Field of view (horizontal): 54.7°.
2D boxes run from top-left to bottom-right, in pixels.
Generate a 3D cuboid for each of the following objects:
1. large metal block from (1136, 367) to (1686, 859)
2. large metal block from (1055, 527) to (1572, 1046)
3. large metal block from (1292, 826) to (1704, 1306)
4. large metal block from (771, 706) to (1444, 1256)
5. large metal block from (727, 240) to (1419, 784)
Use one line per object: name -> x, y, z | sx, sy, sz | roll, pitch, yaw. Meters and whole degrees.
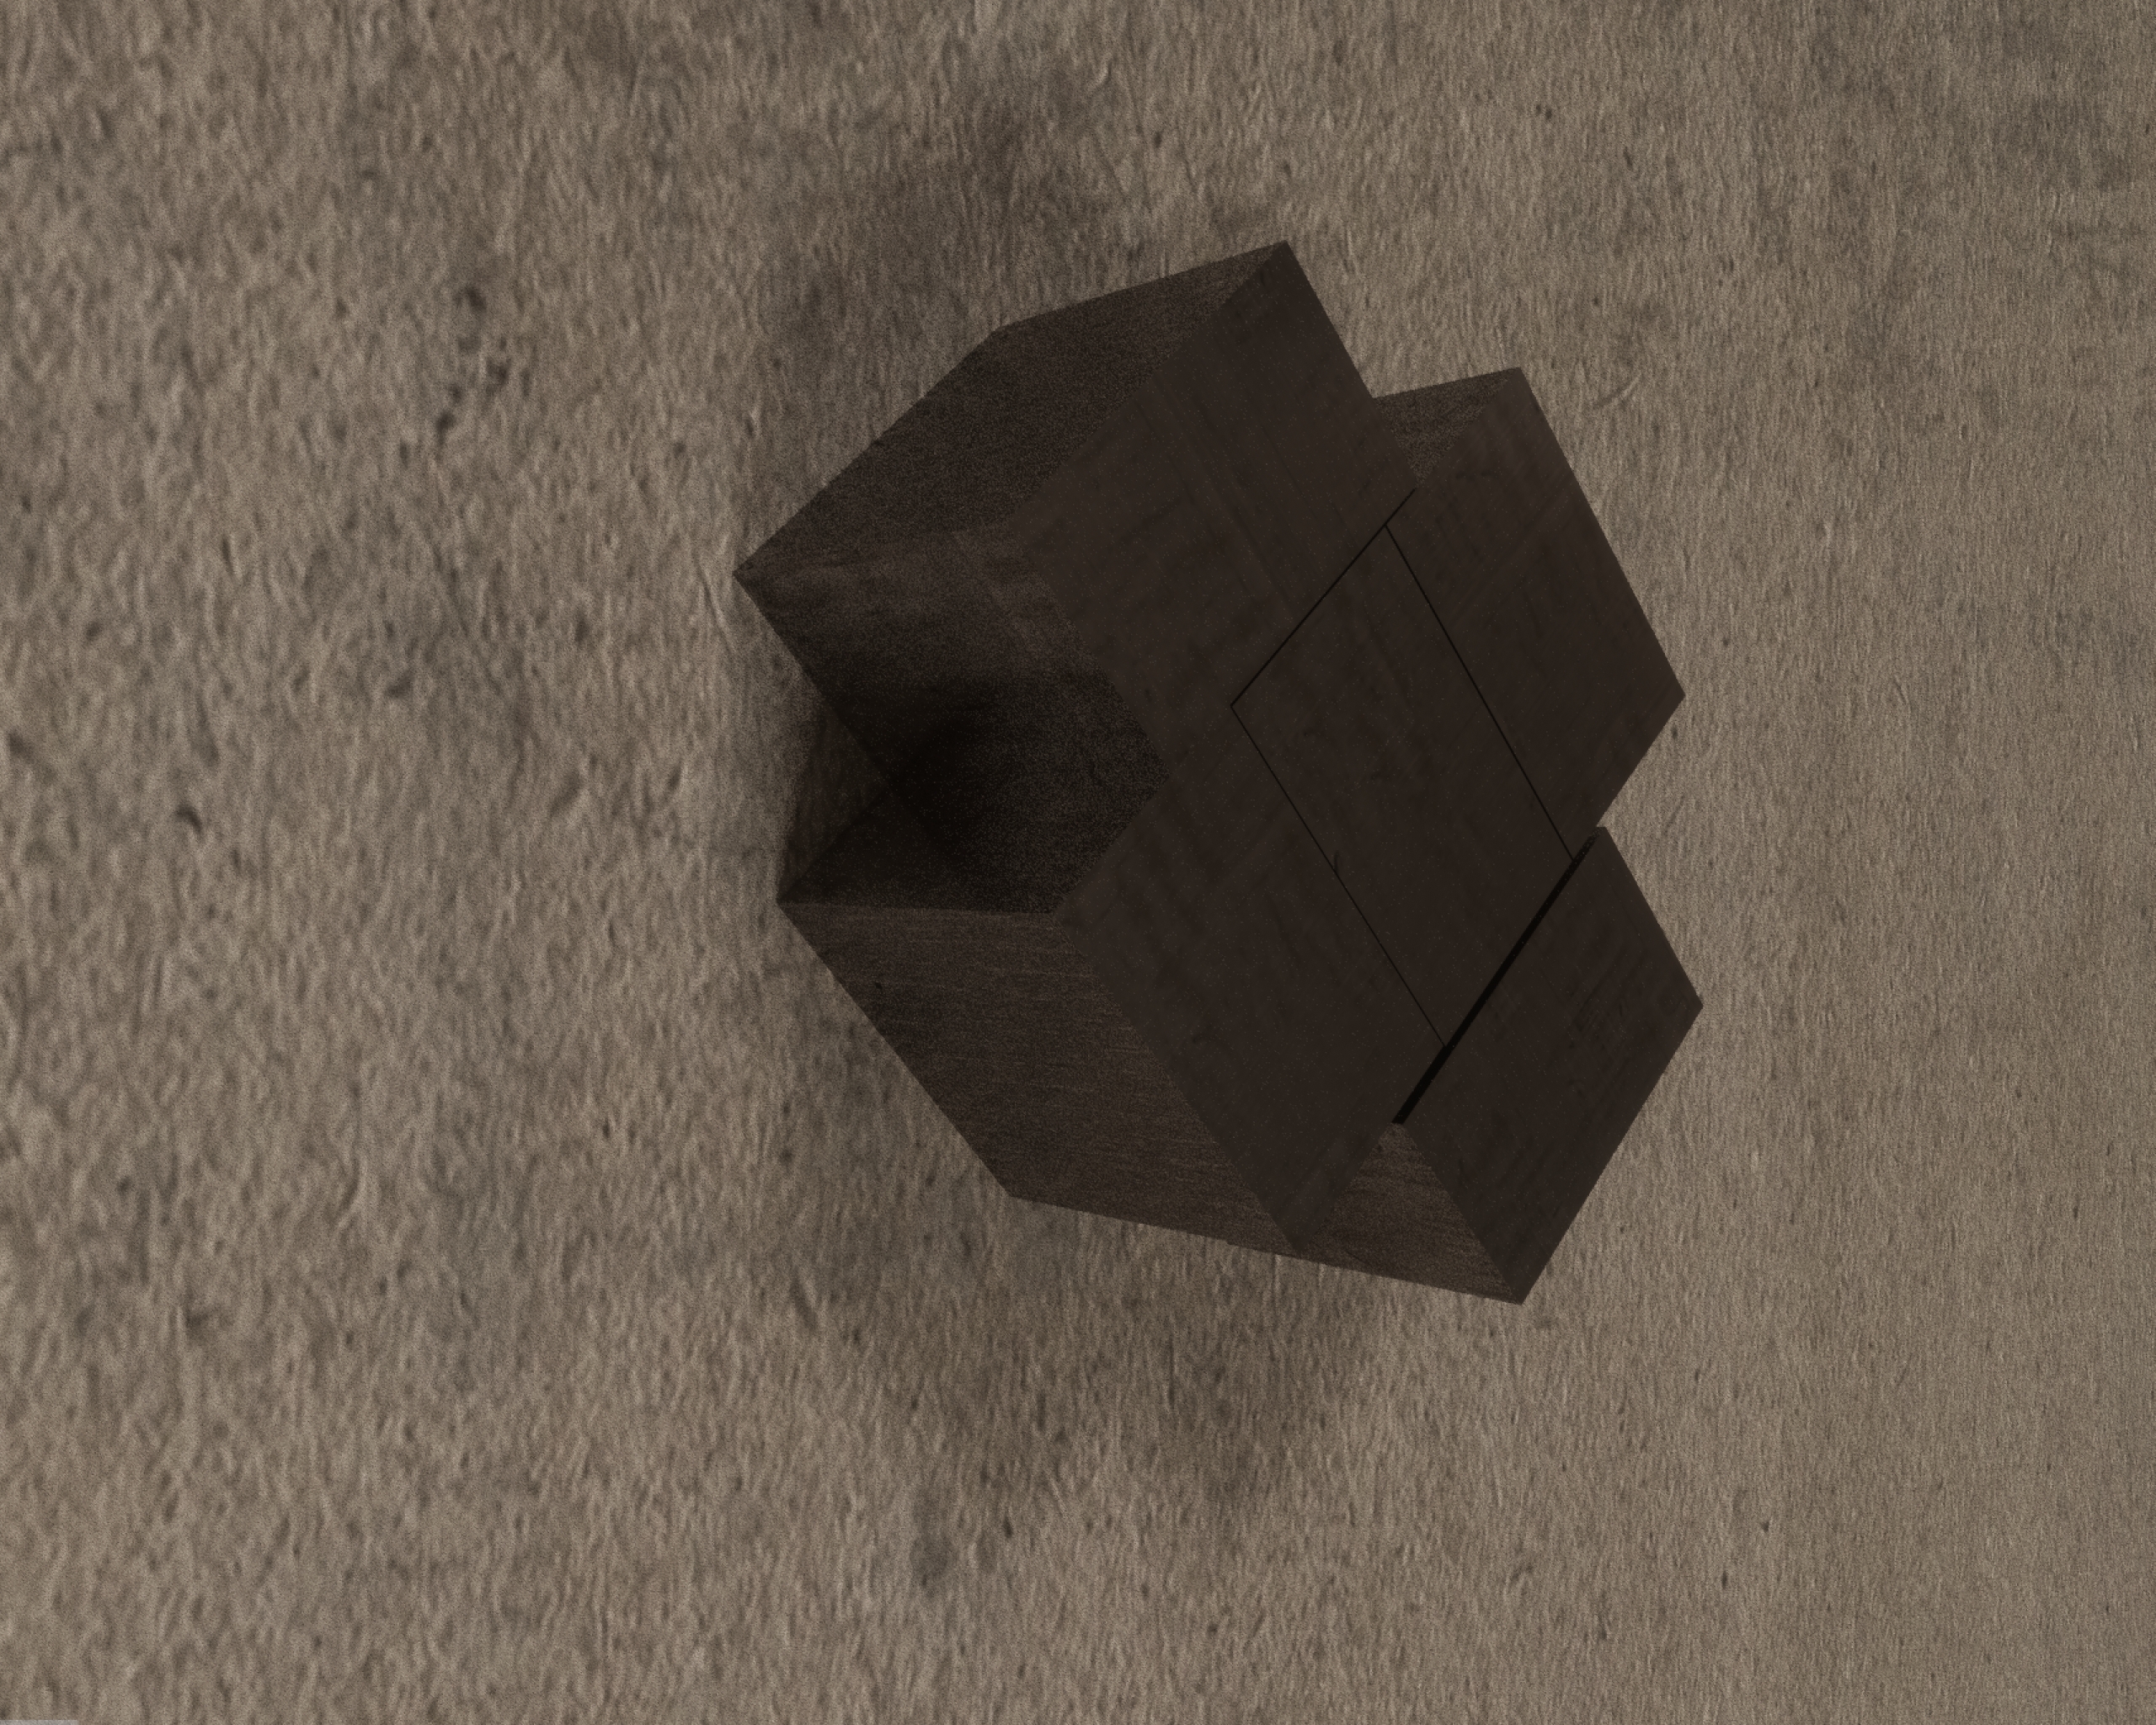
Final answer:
large metal block -> 0.063, -0.047, 0.426 | 0.050, 0.080, 0.080 | -50, 120, -28
large metal block -> 0.034, -0.013, 0.402 | 0.050, 0.080, 0.080 | -50, 120, -28
large metal block -> 0.067, 0.038, 0.430 | 0.080, 0.080, 0.050 | -50, 120, -29
large metal block -> 0.005, 0.020, 0.377 | 0.050, 0.080, 0.080 | -50, 120, -28
large metal block -> -0.001, -0.060, 0.372 | 0.080, 0.080, 0.050 | -50, 120, -29
